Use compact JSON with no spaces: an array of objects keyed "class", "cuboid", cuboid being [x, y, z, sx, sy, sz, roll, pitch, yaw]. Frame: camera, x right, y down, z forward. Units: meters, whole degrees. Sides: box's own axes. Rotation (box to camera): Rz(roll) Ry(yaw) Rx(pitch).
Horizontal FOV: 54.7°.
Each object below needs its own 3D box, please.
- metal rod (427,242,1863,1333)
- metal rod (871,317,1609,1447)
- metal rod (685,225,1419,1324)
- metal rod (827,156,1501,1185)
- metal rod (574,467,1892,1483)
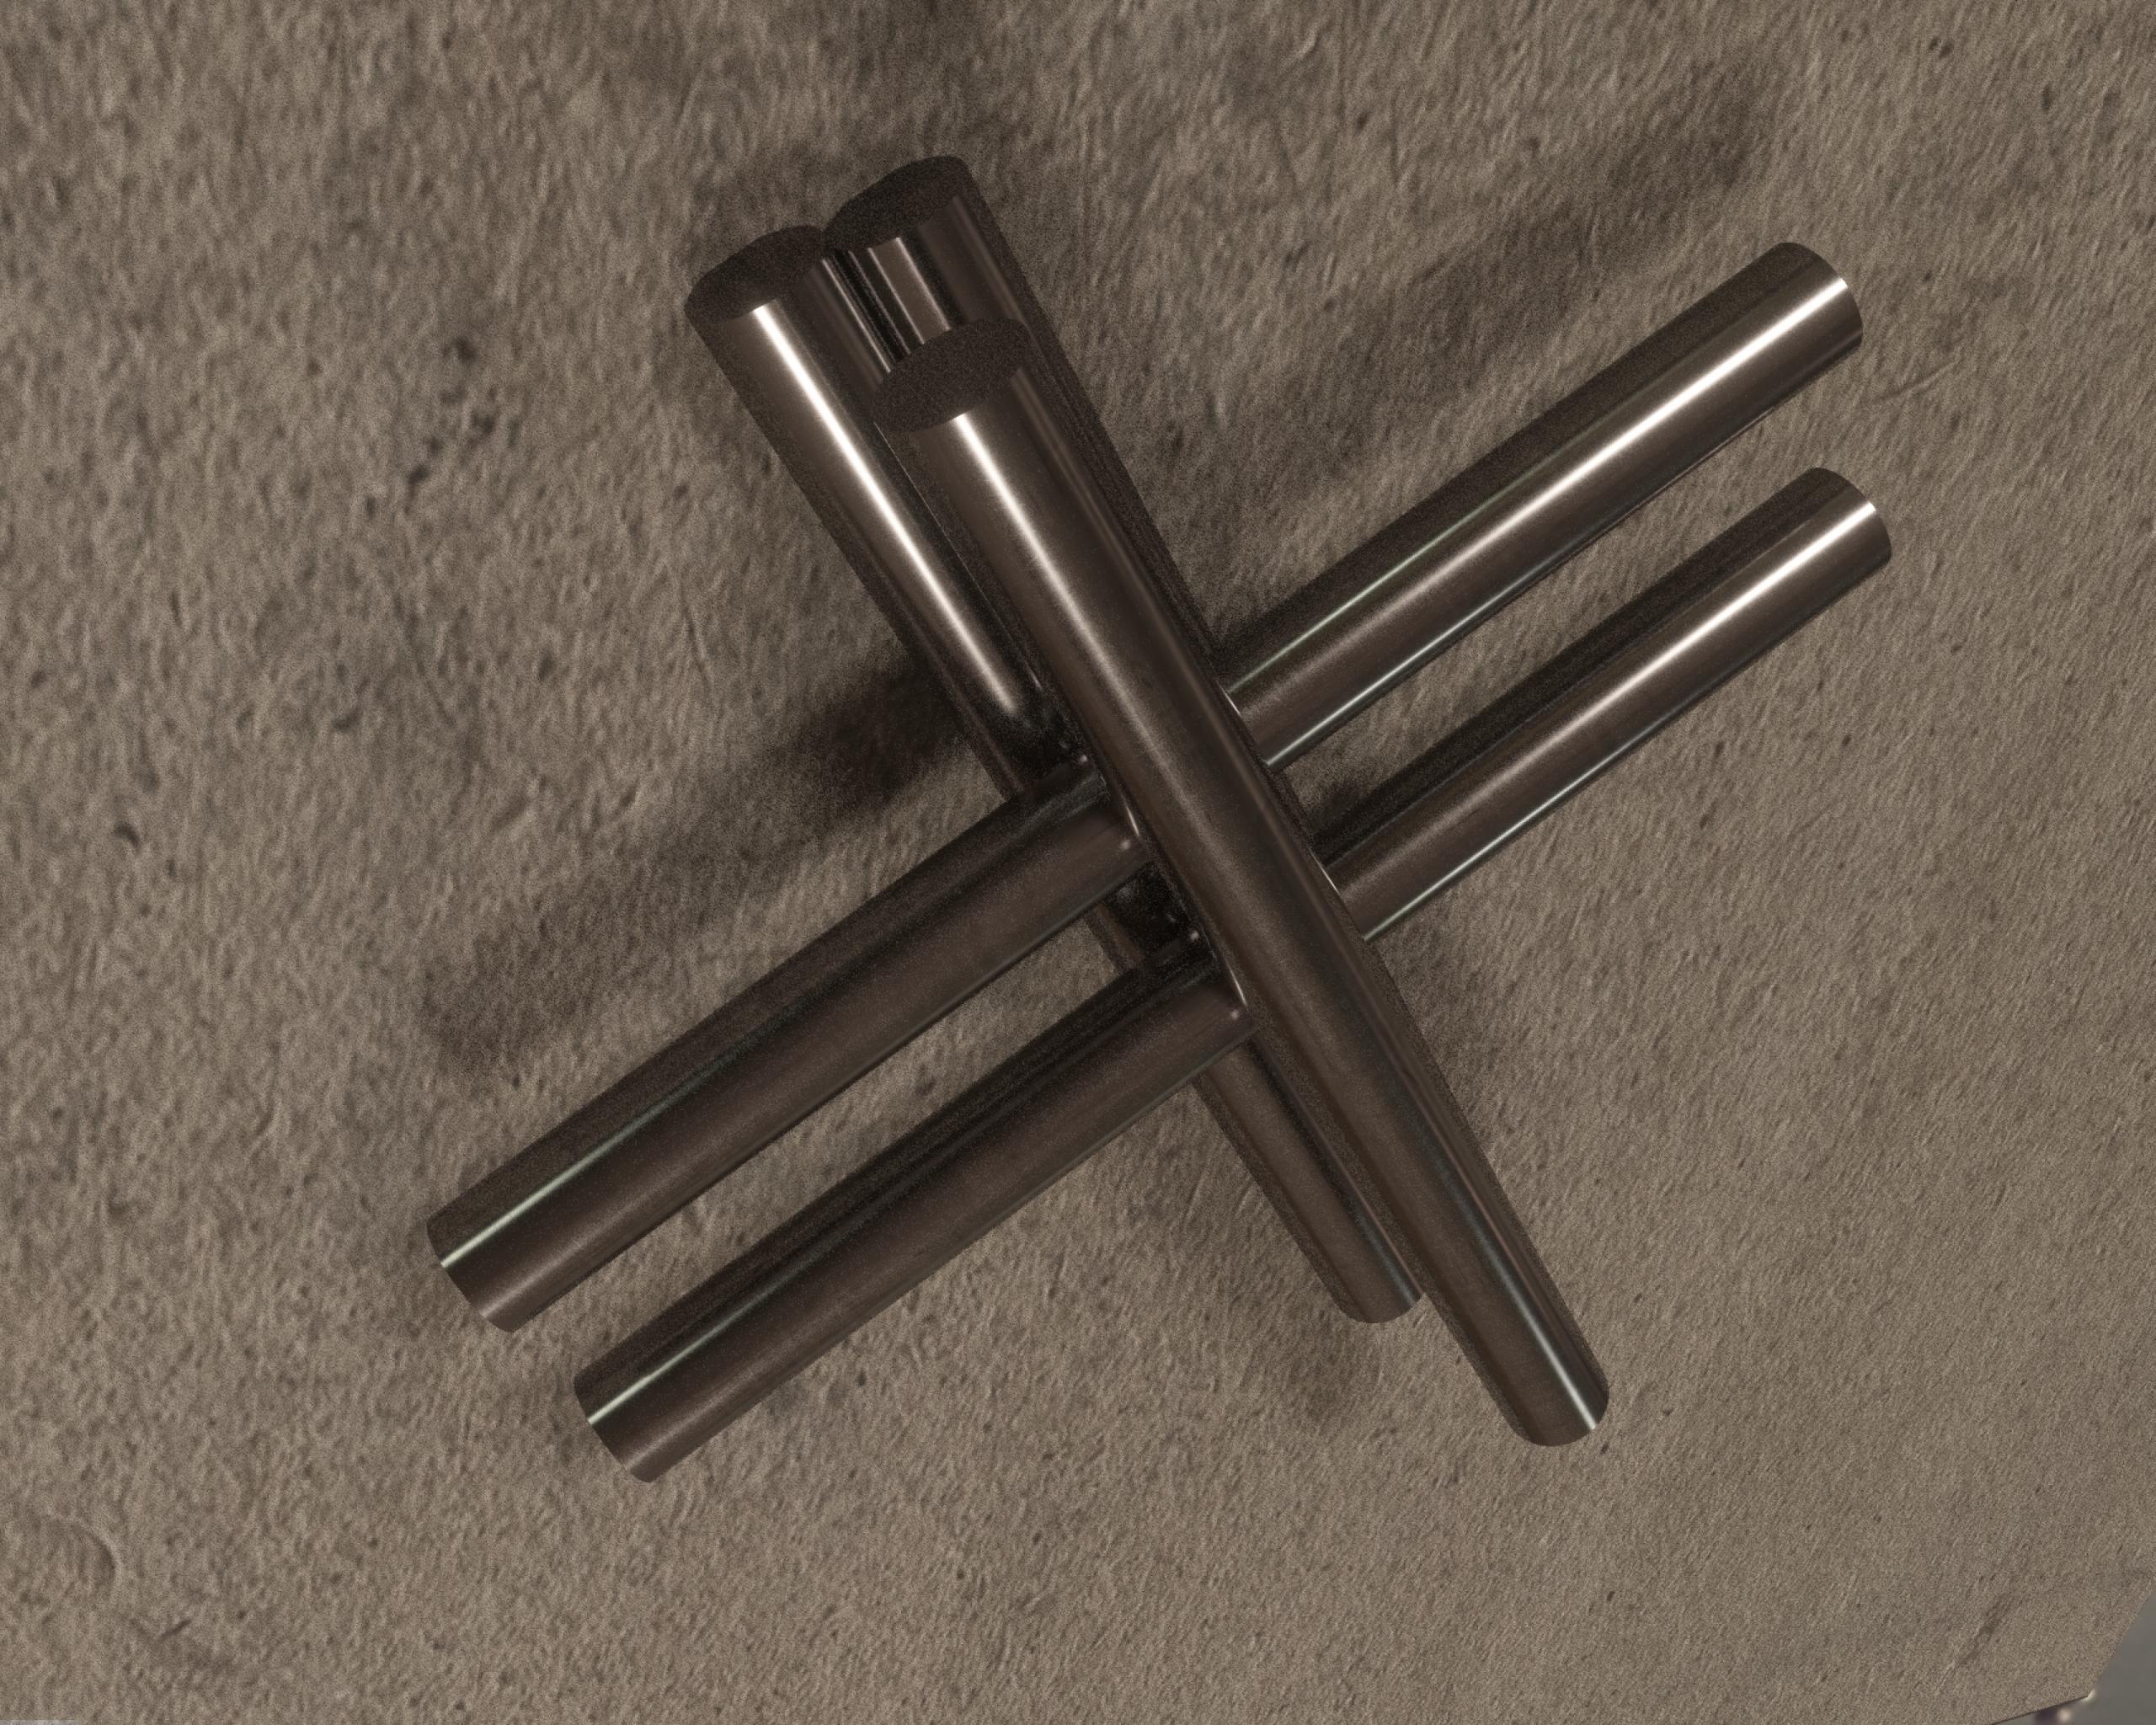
[{"class":"metal rod","cuboid":[0.016,-0.016,0.376,0.301,0.025,0.025,-36,130,-5]},{"class":"metal rod","cuboid":[0.046,0.028,0.387,0.025,0.025,0.299,-37,130,-4]},{"class":"metal rod","cuboid":[0.012,0.006,0.420,0.025,0.025,0.299,-36,130,-4]},{"class":"metal rod","cuboid":[0.034,-0.007,0.424,0.025,0.025,0.299,-36,130,-4]},{"class":"metal rod","cuboid":[0.033,0.019,0.408,0.301,0.025,0.025,-36,130,-5]}]
